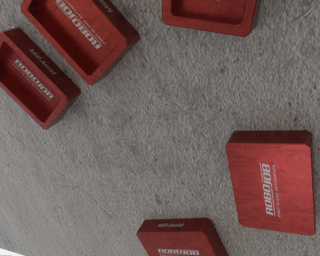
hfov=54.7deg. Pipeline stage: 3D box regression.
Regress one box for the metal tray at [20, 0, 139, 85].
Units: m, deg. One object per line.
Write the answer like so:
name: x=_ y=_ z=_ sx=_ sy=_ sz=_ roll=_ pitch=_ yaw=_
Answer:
metal tray: x=-0.099 y=-0.128 z=0.376 sx=0.130 sy=0.030 sz=0.090 roll=48 pitch=129 yaw=-6

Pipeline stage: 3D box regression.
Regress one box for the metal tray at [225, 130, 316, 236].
metal tray: x=0.136 y=0.066 z=0.373 sx=0.090 sy=0.030 sz=0.129 roll=-1 pitch=118 yaw=28

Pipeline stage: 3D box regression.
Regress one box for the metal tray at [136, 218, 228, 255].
metal tray: x=0.035 y=0.192 z=0.504 sx=0.130 sy=0.030 sz=0.090 roll=-13 pitch=112 yaw=33

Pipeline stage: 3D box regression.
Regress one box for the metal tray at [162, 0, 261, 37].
metal tray: x=0.051 y=-0.156 z=0.279 sx=0.090 sy=0.030 sz=0.129 roll=16 pitch=125 yaw=19

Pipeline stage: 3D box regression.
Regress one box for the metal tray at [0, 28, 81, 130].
metal tray: x=-0.190 y=-0.070 z=0.460 sx=0.130 sy=0.030 sz=0.090 roll=46 pitch=129 yaw=-4
